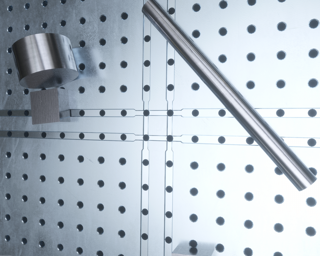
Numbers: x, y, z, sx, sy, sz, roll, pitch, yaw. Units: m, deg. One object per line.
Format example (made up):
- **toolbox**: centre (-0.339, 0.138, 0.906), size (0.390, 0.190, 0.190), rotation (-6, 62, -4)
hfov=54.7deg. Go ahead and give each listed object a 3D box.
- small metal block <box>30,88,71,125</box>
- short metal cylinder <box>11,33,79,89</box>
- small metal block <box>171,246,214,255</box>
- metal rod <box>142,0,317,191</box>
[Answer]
- **small metal block**: centre (-0.167, -0.032, 0.472), size (0.050, 0.025, 0.050), rotation (-5, 88, 20)
- **short metal cylinder**: centre (-0.162, -0.093, 0.441), size (0.080, 0.080, 0.050), rotation (-17, 84, 19)
- **small metal block**: centre (0.043, 0.183, 0.397), size (0.050, 0.025, 0.050), rotation (-2, 89, 20)
- **metal rod**: centre (0.077, -0.050, 0.385), size (0.025, 0.025, 0.300), rotation (-42, 77, 15)
